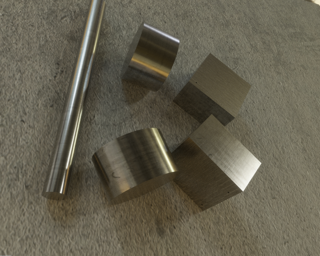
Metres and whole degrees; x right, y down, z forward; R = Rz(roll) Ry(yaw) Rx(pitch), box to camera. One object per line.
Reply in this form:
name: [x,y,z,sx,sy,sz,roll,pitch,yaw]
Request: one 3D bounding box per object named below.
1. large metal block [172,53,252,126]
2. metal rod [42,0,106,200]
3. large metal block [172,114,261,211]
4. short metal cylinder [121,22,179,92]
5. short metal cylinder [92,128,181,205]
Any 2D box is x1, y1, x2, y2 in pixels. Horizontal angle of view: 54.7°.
large metal block: [0.078,-0.052,0.461,0.080,0.050,0.080,38,51,-3]
metal rod: [-0.099,-0.059,0.386,0.025,0.025,0.300,15,55,-20]
large metal block: [0.057,0.044,0.372,0.080,0.080,0.050,46,51,3]
short metal cylinder: [-0.015,-0.095,0.418,0.050,0.080,0.080,21,54,-16]
short metal cylinder: [-0.025,0.041,0.330,0.081,0.080,0.050,-13,69,-34]
